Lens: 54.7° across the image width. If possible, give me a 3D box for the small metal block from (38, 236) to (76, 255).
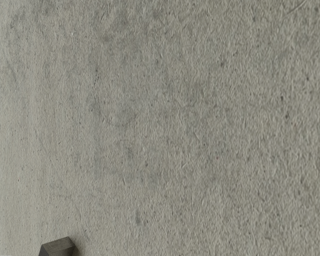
[{"bbox_3d":[-0.181,0.222,0.534,0.025,0.050,0.050,33,110,35],"label":"small metal block"}]
